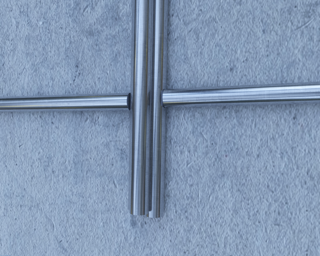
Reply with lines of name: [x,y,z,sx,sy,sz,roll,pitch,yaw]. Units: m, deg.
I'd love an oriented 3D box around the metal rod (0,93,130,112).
metal rod: [-0.182,-0.037,0.472,0.301,0.025,0.025,1,90,19]

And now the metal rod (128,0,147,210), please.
metal rod: [-0.028,-0.039,0.420,0.025,0.025,0.298,1,90,19]

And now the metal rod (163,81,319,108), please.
metal rod: [0.150,-0.040,0.357,0.301,0.025,0.025,0,90,19]

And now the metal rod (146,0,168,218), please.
metal rod: [-0.004,-0.033,0.412,0.025,0.025,0.298,1,90,19]

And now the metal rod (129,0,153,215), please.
metal rod: [-0.024,-0.041,0.396,0.025,0.025,0.298,1,90,19]
